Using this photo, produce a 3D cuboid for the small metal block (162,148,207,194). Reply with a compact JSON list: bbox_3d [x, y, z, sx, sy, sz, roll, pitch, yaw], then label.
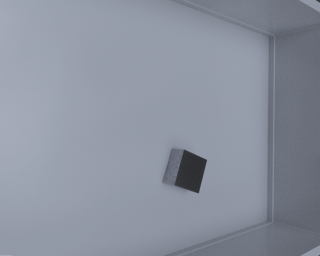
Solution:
[{"bbox_3d":[0.036,0.061,0.439,0.050,0.025,0.050,26,74,-37],"label":"small metal block"}]
